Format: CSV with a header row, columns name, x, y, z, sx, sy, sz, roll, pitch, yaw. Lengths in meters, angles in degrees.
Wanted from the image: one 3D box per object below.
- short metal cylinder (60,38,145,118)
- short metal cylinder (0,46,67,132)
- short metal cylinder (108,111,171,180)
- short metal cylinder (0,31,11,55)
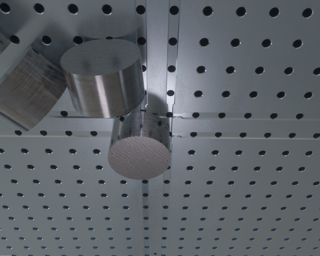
name,x,y,z,sx,sy,sz,roll,pitch,yaw
short metal cylinder,-0.058,-0.055,0.328,0.080,0.080,0.050,-2,130,2
short metal cylinder,-0.145,-0.043,0.338,0.080,0.080,0.050,-34,122,25
short metal cylinder,-0.026,0.024,0.415,0.081,0.050,0.079,0,130,0
short metal cylinder,-0.198,-0.078,0.307,0.080,0.080,0.050,-29,125,22
